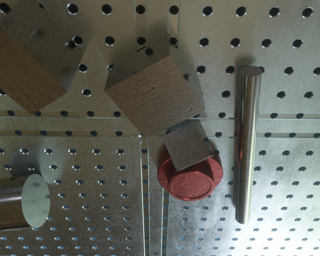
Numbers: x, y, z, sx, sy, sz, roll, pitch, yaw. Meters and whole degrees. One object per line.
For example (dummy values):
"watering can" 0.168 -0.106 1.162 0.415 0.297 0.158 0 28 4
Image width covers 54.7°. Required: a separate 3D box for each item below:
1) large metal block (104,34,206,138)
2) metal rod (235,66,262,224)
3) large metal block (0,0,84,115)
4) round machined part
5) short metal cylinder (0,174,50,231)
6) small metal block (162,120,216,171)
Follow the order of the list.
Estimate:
"large metal block" -0.004 -0.045 0.356 0.080 0.050 0.080 -25 126 19
"metal rod" 0.125 0.047 0.452 0.025 0.025 0.298 -6 130 5
"large metal block" -0.130 -0.074 0.311 0.050 0.080 0.080 -27 125 21
"round machined part" 0.045 0.073 0.463 0.099 0.042 0.097 0 130 0
"short metal cylinder" -0.210 0.113 0.469 0.050 0.080 0.080 -9 130 7
"small metal block" 0.038 0.024 0.413 0.050 0.050 0.025 -28 167 21
